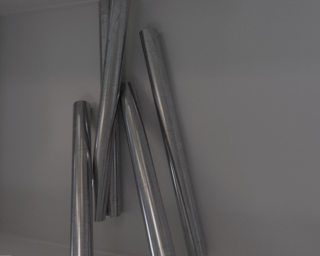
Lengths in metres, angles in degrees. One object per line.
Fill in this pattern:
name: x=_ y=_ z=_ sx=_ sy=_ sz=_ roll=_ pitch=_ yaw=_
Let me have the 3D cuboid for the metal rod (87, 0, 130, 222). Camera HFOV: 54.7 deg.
metal rod: x=-0.068 y=-0.028 z=0.407 sx=0.025 sy=0.025 sz=0.298 roll=7 pitch=92 yaw=20

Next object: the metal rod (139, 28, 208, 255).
metal rod: x=0.016 y=0.016 z=0.404 sx=0.025 sy=0.025 sz=0.298 roll=-14 pitch=85 yaw=19

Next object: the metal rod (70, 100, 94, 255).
metal rod: x=-0.093 y=0.090 z=0.370 sx=0.025 sy=0.025 sz=0.299 roll=-23 pitch=54 yaw=18

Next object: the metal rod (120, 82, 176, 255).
metal rod: x=-0.014 y=0.067 z=0.350 sx=0.025 sy=0.025 sz=0.299 roll=-27 pitch=56 yaw=18

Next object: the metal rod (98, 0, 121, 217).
metal rod: x=-0.070 y=-0.027 z=0.435 sx=0.025 sy=0.025 sz=0.298 roll=-2 pitch=89 yaw=20
